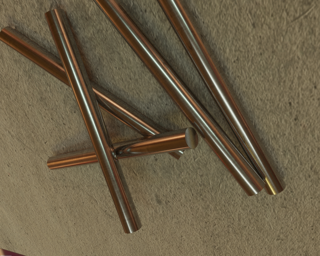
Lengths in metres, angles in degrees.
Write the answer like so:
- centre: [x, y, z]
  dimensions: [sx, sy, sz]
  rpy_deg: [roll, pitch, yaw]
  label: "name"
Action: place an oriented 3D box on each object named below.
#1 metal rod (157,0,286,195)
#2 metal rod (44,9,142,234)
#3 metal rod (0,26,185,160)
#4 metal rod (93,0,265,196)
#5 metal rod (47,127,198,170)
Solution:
- centre: [0.063, -0.050, 0.342]
  dimensions: [0.025, 0.025, 0.299]
  rpy_deg: [-22, 107, 36]
  label: "metal rod"
- centre: [-0.084, -0.004, 0.404]
  dimensions: [0.025, 0.025, 0.298]
  rpy_deg: [-15, 97, 34]
  label: "metal rod"
- centre: [-0.094, -0.050, 0.425]
  dimensions: [0.301, 0.025, 0.025]
  rpy_deg: [34, 129, 6]
  label: "metal rod"
- centre: [0.019, -0.046, 0.353]
  dimensions: [0.025, 0.025, 0.300]
  rpy_deg: [-36, 94, 38]
  label: "metal rod"
- centre: [-0.075, 0.036, 0.447]
  dimensions: [0.300, 0.025, 0.025]
  rpy_deg: [-13, 112, 40]
  label: "metal rod"
